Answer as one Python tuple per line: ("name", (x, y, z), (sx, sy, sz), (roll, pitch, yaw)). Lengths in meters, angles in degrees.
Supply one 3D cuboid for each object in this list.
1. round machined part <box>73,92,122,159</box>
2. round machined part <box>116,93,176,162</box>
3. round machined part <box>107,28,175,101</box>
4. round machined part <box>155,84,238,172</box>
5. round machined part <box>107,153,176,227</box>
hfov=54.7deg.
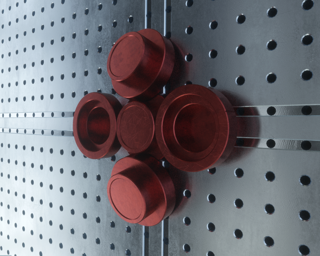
("round machined part", (-0.084, -0.003, 0.464), (0.098, 0.042, 0.097), (0, 90, 39))
("round machined part", (-0.020, -0.001, 0.412), (0.098, 0.042, 0.097), (0, 90, 39))
("round machined part", (-0.032, -0.087, 0.408), (0.098, 0.042, 0.098), (-15, 66, 37))
("round machined part", (0.045, 0.000, 0.359), (0.098, 0.042, 0.097), (0, 90, 39))
("round machined part", (-0.031, 0.085, 0.407), (0.098, 0.042, 0.097), (14, 113, 36))
